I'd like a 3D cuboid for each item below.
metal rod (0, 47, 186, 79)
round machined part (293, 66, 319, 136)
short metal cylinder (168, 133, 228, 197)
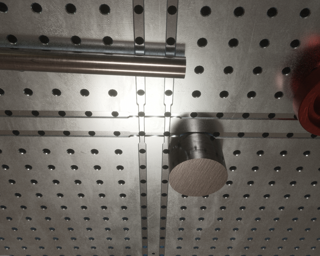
[{"bbox_3d":[-0.122,-0.075,0.345,0.302,0.025,0.025,2,130,-3],"label":"metal rod"},{"bbox_3d":[0.209,-0.039,0.370,0.099,0.042,0.097,-1,130,0],"label":"round machined part"},{"bbox_3d":[0.052,0.053,0.441,0.081,0.050,0.079,0,130,0],"label":"short metal cylinder"}]
